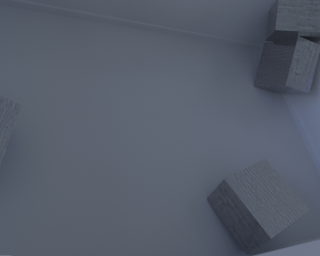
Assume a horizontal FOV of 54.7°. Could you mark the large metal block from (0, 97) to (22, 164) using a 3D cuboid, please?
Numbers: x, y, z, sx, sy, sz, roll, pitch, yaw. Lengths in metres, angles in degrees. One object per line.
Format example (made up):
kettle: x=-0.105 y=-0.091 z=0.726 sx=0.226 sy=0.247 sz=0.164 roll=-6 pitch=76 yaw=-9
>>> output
large metal block: x=-0.183 y=0.005 z=0.274 sx=0.080 sy=0.050 sz=0.080 roll=27 pitch=50 yaw=-33

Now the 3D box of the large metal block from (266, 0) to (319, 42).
large metal block: x=0.219 y=-0.169 z=0.490 sx=0.080 sy=0.080 sz=0.050 roll=6 pitch=95 yaw=8

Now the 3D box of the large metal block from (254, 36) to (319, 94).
large metal block: x=0.215 y=-0.104 z=0.529 sx=0.050 sy=0.080 sz=0.080 roll=13 pitch=92 yaw=-21

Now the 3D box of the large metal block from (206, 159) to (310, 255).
large metal block: x=0.121 y=0.095 z=0.386 sx=0.081 sy=0.050 sz=0.080 roll=-17 pitch=59 yaw=-35
